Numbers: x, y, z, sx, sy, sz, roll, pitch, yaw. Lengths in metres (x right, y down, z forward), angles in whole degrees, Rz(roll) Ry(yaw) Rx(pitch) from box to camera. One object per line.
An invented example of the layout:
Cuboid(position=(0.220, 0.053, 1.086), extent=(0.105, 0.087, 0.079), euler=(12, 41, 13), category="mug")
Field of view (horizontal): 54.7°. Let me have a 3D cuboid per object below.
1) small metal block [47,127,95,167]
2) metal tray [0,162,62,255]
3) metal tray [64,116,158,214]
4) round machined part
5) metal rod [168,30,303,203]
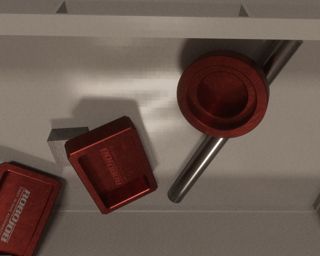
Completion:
Cuboid(position=(-0.121, 0.027, 0.430), extent=(0.050, 0.025, 0.050), euler=(-4, 130, 2), category="small metal block")
Cuboid(position=(-0.211, 0.124, 0.446), extent=(0.090, 0.130, 0.030), euler=(25, 161, -19), category="metal tray")
Cuboid(position=(-0.063, 0.055, 0.430), extent=(0.091, 0.030, 0.129), euler=(-25, 130, -9), category="metal tray")
Cuboid(position=(0.072, -0.040, 0.350), extent=(0.098, 0.042, 0.097), euler=(11, 122, 18), category="round machined part")
Cuboid(position=(0.082, 0.007, 0.416), extent=(0.025, 0.025, 0.298), euler=(18, 128, -15), category="metal rod")
